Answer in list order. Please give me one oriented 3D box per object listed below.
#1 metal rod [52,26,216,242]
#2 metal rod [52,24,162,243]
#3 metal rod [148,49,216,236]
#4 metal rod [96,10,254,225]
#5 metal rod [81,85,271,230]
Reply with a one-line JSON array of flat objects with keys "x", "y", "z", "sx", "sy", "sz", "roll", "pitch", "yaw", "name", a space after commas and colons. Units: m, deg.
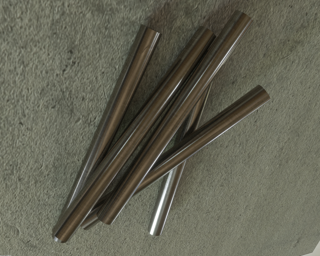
[{"x": -0.031, "y": 0.008, "z": 0.371, "sx": 0.025, "sy": 0.025, "sz": 0.299, "roll": 35, "pitch": 91, "yaw": -39, "name": "metal rod"}, {"x": -0.072, "y": 0.020, "z": 0.379, "sx": 0.025, "sy": 0.025, "sz": 0.298, "roll": 14, "pitch": 111, "yaw": -34, "name": "metal rod"}, {"x": 0.029, "y": 0.036, "z": 0.444, "sx": 0.025, "sy": 0.025, "sz": 0.298, "roll": 1, "pitch": 118, "yaw": -29, "name": "metal rod"}, {"x": 0.012, "y": -0.005, "z": 0.376, "sx": 0.025, "sy": 0.025, "sz": 0.299, "roll": 27, "pitch": 102, "yaw": -37, "name": "metal rod"}, {"x": 0.014, "y": 0.043, "z": 0.413, "sx": 0.300, "sy": 0.025, "sz": 0.025, "roll": -36, "pitch": 130, "yaw": 6, "name": "metal rod"}]
